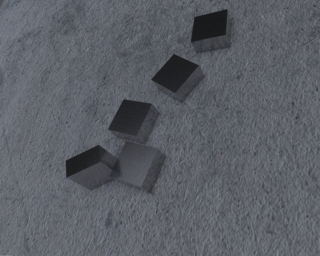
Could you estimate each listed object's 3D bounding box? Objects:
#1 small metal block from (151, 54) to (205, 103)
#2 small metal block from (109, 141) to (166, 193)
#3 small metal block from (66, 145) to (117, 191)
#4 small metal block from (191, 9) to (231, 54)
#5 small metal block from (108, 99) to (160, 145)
[{"bbox_3d":[0.025,-0.070,0.434,0.050,0.025,0.050,35,81,38],"label":"small metal block"},{"bbox_3d":[-0.028,0.048,0.389,0.050,0.025,0.050,11,67,32],"label":"small metal block"},{"bbox_3d":[-0.084,0.053,0.400,0.050,0.050,0.025,-25,52,13],"label":"small metal block"},{"bbox_3d":[0.075,-0.140,0.450,0.050,0.025,0.050,-5,60,25],"label":"small metal block"},{"bbox_3d":[-0.036,-0.009,0.428,0.050,0.025,0.050,12,68,33],"label":"small metal block"}]
